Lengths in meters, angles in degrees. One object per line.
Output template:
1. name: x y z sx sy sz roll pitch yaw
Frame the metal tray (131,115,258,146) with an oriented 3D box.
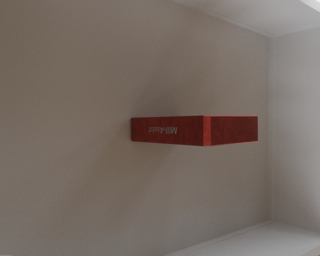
1. metal tray: 0.037 0.001 0.371 0.091 0.130 0.030 -2 92 -40
